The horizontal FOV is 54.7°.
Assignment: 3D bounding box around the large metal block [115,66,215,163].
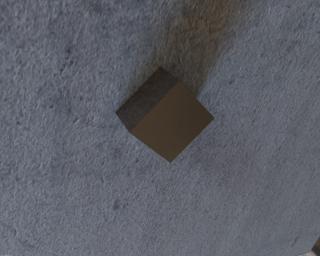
[{"bbox_3d":[0.007,-0.015,0.386,0.080,0.050,0.080,-46,130,4],"label":"large metal block"}]
